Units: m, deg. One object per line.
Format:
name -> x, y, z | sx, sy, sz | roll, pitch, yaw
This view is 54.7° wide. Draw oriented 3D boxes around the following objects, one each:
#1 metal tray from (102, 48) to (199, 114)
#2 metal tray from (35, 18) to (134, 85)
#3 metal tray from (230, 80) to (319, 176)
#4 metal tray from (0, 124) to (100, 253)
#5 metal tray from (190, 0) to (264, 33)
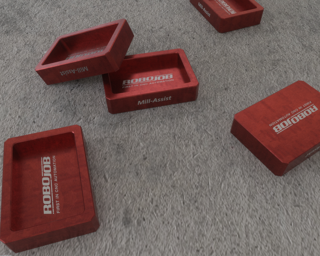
metal tray -> -0.018, -0.072, 0.459 | 0.131, 0.030, 0.090 | -10, 51, -9
metal tray -> -0.112, -0.114, 0.463 | 0.130, 0.030, 0.090 | -6, 46, 24
metal tray -> 0.171, -0.005, 0.405 | 0.131, 0.030, 0.090 | -27, 55, -21
metal tray -> -0.124, 0.061, 0.347 | 0.091, 0.030, 0.130 | -12, 51, -10
metal tray -> 0.126, -0.239, 0.601 | 0.091, 0.030, 0.130 | -17, 52, -14
